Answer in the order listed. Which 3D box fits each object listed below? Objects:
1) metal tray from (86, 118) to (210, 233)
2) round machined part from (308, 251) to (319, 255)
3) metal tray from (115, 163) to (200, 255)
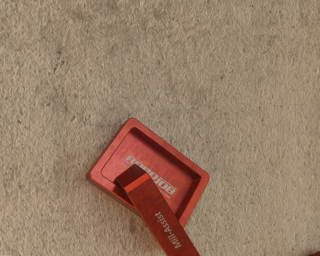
[{"bbox_3d":[-0.012,0.061,0.384,0.130,0.030,0.090,38,65,-10],"label":"metal tray"},{"bbox_3d":[0.262,0.245,0.500,0.099,0.042,0.097,0,90,-21],"label":"round machined part"},{"bbox_3d":[-0.004,0.107,0.372,0.030,0.090,0.130,-33,101,-13],"label":"metal tray"}]
